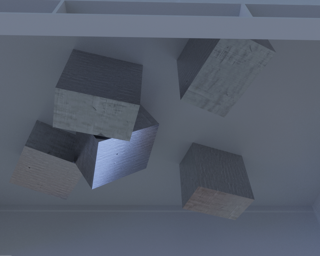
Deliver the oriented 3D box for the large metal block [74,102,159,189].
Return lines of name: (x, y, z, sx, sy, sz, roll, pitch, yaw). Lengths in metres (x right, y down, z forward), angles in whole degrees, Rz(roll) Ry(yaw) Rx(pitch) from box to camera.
large metal block: (-0.056, 0.019, 0.384, 0.081, 0.050, 0.079, -17, 140, -35)

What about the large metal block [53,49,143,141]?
large metal block: (-0.065, -0.037, 0.340, 0.081, 0.080, 0.050, 11, 129, -10)

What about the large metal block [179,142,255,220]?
large metal block: (0.076, 0.075, 0.438, 0.081, 0.080, 0.050, 16, 128, -14)

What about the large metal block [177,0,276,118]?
large metal block: (0.060, -0.072, 0.313, 0.050, 0.080, 0.079, 20, 127, -17)

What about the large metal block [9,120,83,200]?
large metal block: (-0.150, 0.047, 0.430, 0.080, 0.050, 0.080, 24, 126, -20)
